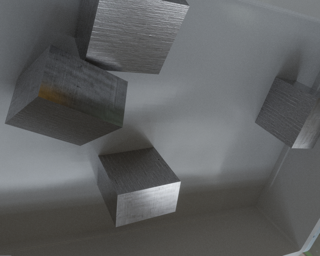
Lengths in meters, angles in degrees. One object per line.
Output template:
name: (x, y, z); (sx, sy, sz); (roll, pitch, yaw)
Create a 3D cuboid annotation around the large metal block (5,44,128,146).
large metal block: (-0.090, -0.025, 0.302); (0.080, 0.050, 0.080); (22, 150, -37)

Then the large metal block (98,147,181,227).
large metal block: (-0.031, 0.072, 0.403); (0.081, 0.080, 0.050); (-7, 122, -25)

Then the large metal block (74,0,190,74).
large metal block: (-0.031, -0.101, 0.298); (0.081, 0.050, 0.079); (-1, 140, -28)

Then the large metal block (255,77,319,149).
large metal block: (0.205, -0.024, 0.474); (0.050, 0.080, 0.079); (3, 117, -30)

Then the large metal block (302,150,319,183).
large metal block: (0.357, 0.092, 0.632); (0.081, 0.080, 0.050); (12, 112, -34)
